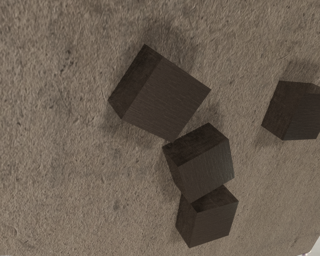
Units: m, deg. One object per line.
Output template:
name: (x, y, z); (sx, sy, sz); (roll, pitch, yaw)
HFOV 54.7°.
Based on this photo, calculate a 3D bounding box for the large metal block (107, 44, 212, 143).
large metal block: (-0.001, -0.039, 0.367); (0.080, 0.050, 0.080); (26, 104, -38)

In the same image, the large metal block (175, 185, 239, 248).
large metal block: (0.078, 0.147, 0.527); (0.081, 0.050, 0.079); (-8, 122, -25)

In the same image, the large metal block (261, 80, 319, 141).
large metal block: (0.223, -0.028, 0.498); (0.081, 0.050, 0.079); (-1, 119, -29)

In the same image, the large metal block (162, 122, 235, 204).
large metal block: (0.058, 0.051, 0.456); (0.080, 0.050, 0.080); (-27, 128, -12)
